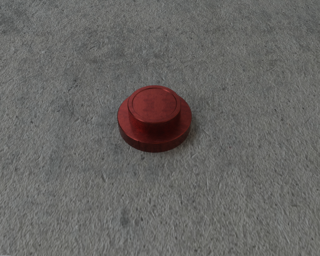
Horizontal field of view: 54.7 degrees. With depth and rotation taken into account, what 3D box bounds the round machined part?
[{"bbox_3d":[-0.007,-0.019,0.409,0.099,0.042,0.098,0,50,0],"label":"round machined part"}]
